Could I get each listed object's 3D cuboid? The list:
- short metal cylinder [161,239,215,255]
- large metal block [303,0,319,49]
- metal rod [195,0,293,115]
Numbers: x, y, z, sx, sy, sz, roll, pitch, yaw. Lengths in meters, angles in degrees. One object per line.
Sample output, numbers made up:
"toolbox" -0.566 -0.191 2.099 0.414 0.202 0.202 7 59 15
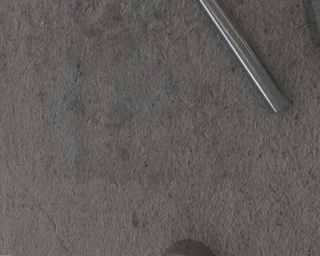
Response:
"short metal cylinder" 0.032 0.187 0.384 0.080 0.050 0.079 0 90 20
"large metal block" 0.199 -0.139 0.325 0.080 0.050 0.080 -13 86 19
"metal rod" 0.067 -0.149 0.385 0.025 0.025 0.299 -34 79 17
